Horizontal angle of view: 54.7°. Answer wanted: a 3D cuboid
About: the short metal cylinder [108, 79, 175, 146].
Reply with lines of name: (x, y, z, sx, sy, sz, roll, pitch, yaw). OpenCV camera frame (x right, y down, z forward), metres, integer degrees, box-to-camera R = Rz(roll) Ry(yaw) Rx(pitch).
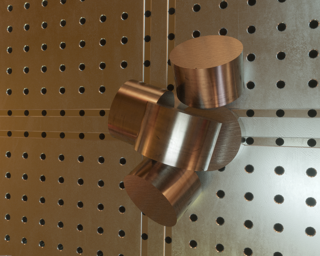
short metal cylinder: (-0.022, -0.016, 0.391, 0.050, 0.080, 0.080, 20, 97, 19)

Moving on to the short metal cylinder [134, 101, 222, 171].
short metal cylinder: (0.018, 0.007, 0.323, 0.080, 0.080, 0.050, 19, 96, 19)

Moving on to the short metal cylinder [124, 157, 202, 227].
short metal cylinder: (0.003, 0.072, 0.376, 0.080, 0.050, 0.080, 29, 142, 26)

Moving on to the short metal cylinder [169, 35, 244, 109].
short metal cylinder: (0.055, -0.066, 0.356, 0.080, 0.080, 0.050, 2, 131, 20)

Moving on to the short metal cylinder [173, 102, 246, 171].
short metal cylinder: (0.061, 0.010, 0.377, 0.080, 0.050, 0.080, 0, 89, 20)
